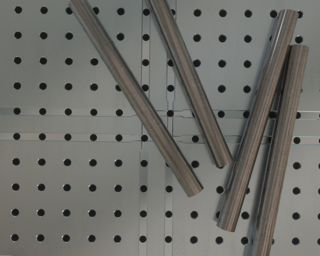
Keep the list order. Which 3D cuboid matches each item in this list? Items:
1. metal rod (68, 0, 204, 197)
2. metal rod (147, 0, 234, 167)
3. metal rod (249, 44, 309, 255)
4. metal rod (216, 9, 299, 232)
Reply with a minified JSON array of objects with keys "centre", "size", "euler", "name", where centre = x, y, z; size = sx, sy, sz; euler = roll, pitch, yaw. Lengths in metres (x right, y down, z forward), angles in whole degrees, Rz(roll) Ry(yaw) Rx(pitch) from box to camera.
[{"centre":[-0.031,-0.042,0.413],"size":[0.025,0.025,0.299],"euler":[-32,90,0],"name":"metal rod"},{"centre":[0.029,-0.090,0.413],"size":[0.025,0.025,0.299],"euler":[-23,90,0],"name":"metal rod"},{"centre":[0.158,0.039,0.414],"size":[0.025,0.025,0.299],"euler":[11,90,0],"name":"metal rod"},{"centre":[0.130,-0.010,0.414],"size":[0.025,0.025,0.299],"euler":[17,90,0],"name":"metal rod"}]
